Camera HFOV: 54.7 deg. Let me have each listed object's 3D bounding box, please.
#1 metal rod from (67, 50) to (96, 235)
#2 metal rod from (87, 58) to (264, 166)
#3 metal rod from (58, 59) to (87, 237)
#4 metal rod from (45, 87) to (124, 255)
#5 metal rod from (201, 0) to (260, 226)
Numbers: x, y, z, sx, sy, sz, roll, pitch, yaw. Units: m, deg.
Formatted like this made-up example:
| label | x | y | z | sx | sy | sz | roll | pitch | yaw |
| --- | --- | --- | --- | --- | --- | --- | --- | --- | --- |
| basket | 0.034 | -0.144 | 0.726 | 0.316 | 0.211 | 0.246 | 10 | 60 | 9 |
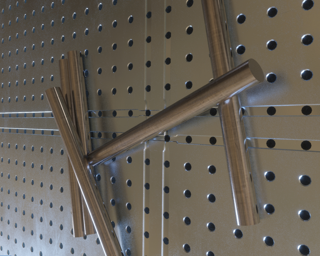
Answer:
| label | x | y | z | sx | sy | sz | roll | pitch | yaw |
| --- | --- | --- | --- | --- | --- | --- | --- | --- | --- |
| metal rod | -0.126 | 0.020 | 0.510 | 0.025 | 0.025 | 0.298 | -12 | 82 | 39 |
| metal rod | -0.007 | -0.003 | 0.392 | 0.299 | 0.025 | 0.025 | -28 | 73 | 42 |
| metal rod | -0.147 | 0.030 | 0.527 | 0.025 | 0.025 | 0.298 | -11 | 83 | 39 |
| metal rod | -0.115 | 0.075 | 0.477 | 0.025 | 0.025 | 0.299 | -29 | 80 | 36 |
| metal rod | 0.074 | -0.046 | 0.346 | 0.025 | 0.025 | 0.298 | -13 | 82 | 39 |
